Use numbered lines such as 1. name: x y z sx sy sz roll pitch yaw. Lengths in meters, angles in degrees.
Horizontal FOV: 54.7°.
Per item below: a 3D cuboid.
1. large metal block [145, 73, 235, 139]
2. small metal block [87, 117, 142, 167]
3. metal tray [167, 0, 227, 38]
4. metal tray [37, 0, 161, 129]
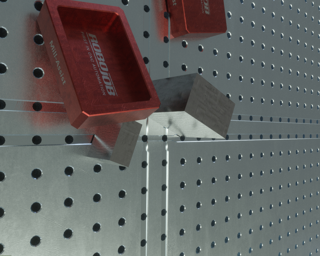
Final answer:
1. large metal block: 0.037 -0.026 0.407 0.080 0.080 0.050 30 71 -36
2. small metal block: -0.052 0.015 0.351 0.025 0.050 0.050 28 73 -37
3. metal tray: 0.051 -0.201 0.450 0.091 0.030 0.129 -15 100 -39
4. metal tray: -0.062 -0.068 0.321 0.091 0.030 0.129 -10 72 -40
